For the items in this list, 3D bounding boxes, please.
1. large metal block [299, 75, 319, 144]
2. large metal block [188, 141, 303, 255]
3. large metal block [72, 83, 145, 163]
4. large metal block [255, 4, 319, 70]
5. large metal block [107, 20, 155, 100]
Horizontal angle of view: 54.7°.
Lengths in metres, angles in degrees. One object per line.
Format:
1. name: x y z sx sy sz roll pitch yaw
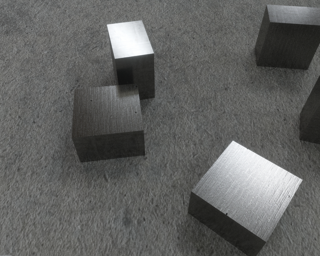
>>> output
1. large metal block: 0.229 -0.019 0.385 0.080 0.080 0.050 13 52 11
2. large metal block: 0.087 0.073 0.326 0.080 0.050 0.080 32 57 23
3. large metal block: -0.064 -0.008 0.393 0.081 0.050 0.080 -6 50 -5
4. large metal block: 0.201 -0.142 0.488 0.080 0.080 0.050 5 50 4
5. large metal block: -0.041 -0.096 0.447 0.050 0.080 0.080 -10 51 -9
